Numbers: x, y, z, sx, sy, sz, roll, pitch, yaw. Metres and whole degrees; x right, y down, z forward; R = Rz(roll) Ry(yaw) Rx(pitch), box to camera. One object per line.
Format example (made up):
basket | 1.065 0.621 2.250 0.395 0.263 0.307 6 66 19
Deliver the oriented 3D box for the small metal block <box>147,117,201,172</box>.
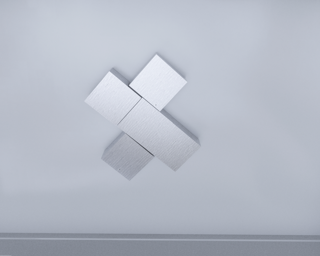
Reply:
small metal block | 0.018 0.022 0.417 0.050 0.025 0.050 40 105 -14

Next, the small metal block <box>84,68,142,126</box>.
small metal block | -0.058 -0.039 0.394 0.050 0.025 0.050 40 105 -14

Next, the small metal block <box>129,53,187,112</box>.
small metal block | -0.002 -0.058 0.387 0.050 0.025 0.050 40 104 -14

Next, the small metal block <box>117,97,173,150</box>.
small metal block | -0.019 -0.009 0.405 0.050 0.025 0.050 40 105 -14

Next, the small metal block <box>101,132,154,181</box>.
small metal block | -0.043 0.035 0.422 0.050 0.025 0.050 41 106 -14
